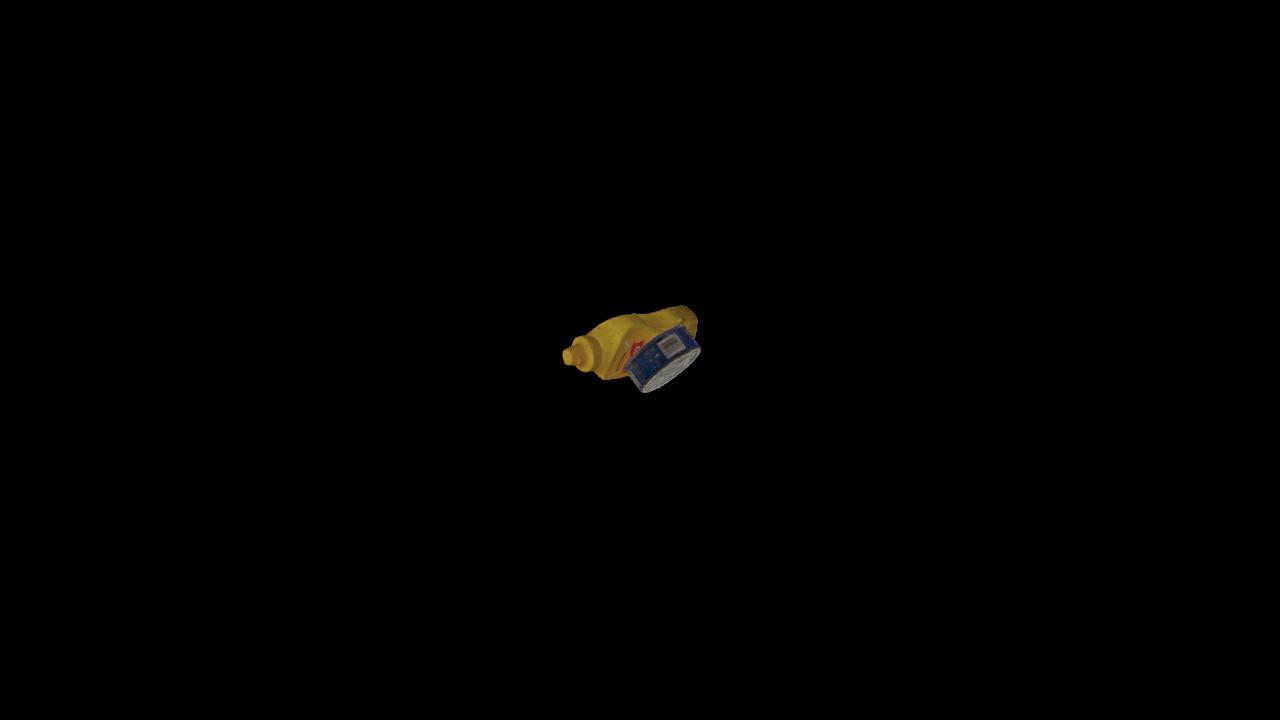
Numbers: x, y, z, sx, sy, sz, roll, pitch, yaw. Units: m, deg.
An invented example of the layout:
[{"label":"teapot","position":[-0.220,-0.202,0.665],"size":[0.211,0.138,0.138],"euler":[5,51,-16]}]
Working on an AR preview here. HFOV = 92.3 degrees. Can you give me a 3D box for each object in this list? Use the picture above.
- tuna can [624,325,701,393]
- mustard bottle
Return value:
[{"label":"tuna can","position":[0.026,0.000,0.677],"size":[0.084,0.034,0.084],"euler":[-34,-14,-10]},{"label":"mustard bottle","position":[-0.016,-0.017,0.743],"size":[0.184,0.054,0.092],"euler":[-11,-34,-41]}]
